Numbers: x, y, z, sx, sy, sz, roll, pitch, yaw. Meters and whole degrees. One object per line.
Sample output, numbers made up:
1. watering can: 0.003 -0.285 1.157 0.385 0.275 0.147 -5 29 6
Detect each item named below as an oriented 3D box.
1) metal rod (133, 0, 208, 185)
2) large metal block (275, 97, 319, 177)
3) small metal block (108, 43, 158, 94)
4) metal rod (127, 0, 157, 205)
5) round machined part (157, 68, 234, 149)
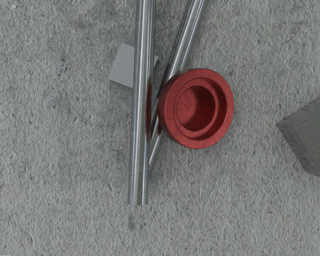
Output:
1. metal rod: 0.017 -0.068 0.410 0.025 0.025 0.298 18 90 -1
2. large metal block: 0.214 0.007 0.400 0.080 0.050 0.080 -32 90 0
3. small metal block: -0.035 -0.077 0.409 0.050 0.025 0.050 21 90 -1
4. metal rod: -0.021 -0.056 0.384 0.025 0.025 0.298 3 90 -1
5. round machined part: 0.041 -0.025 0.390 0.099 0.042 0.097 -4 100 -25
